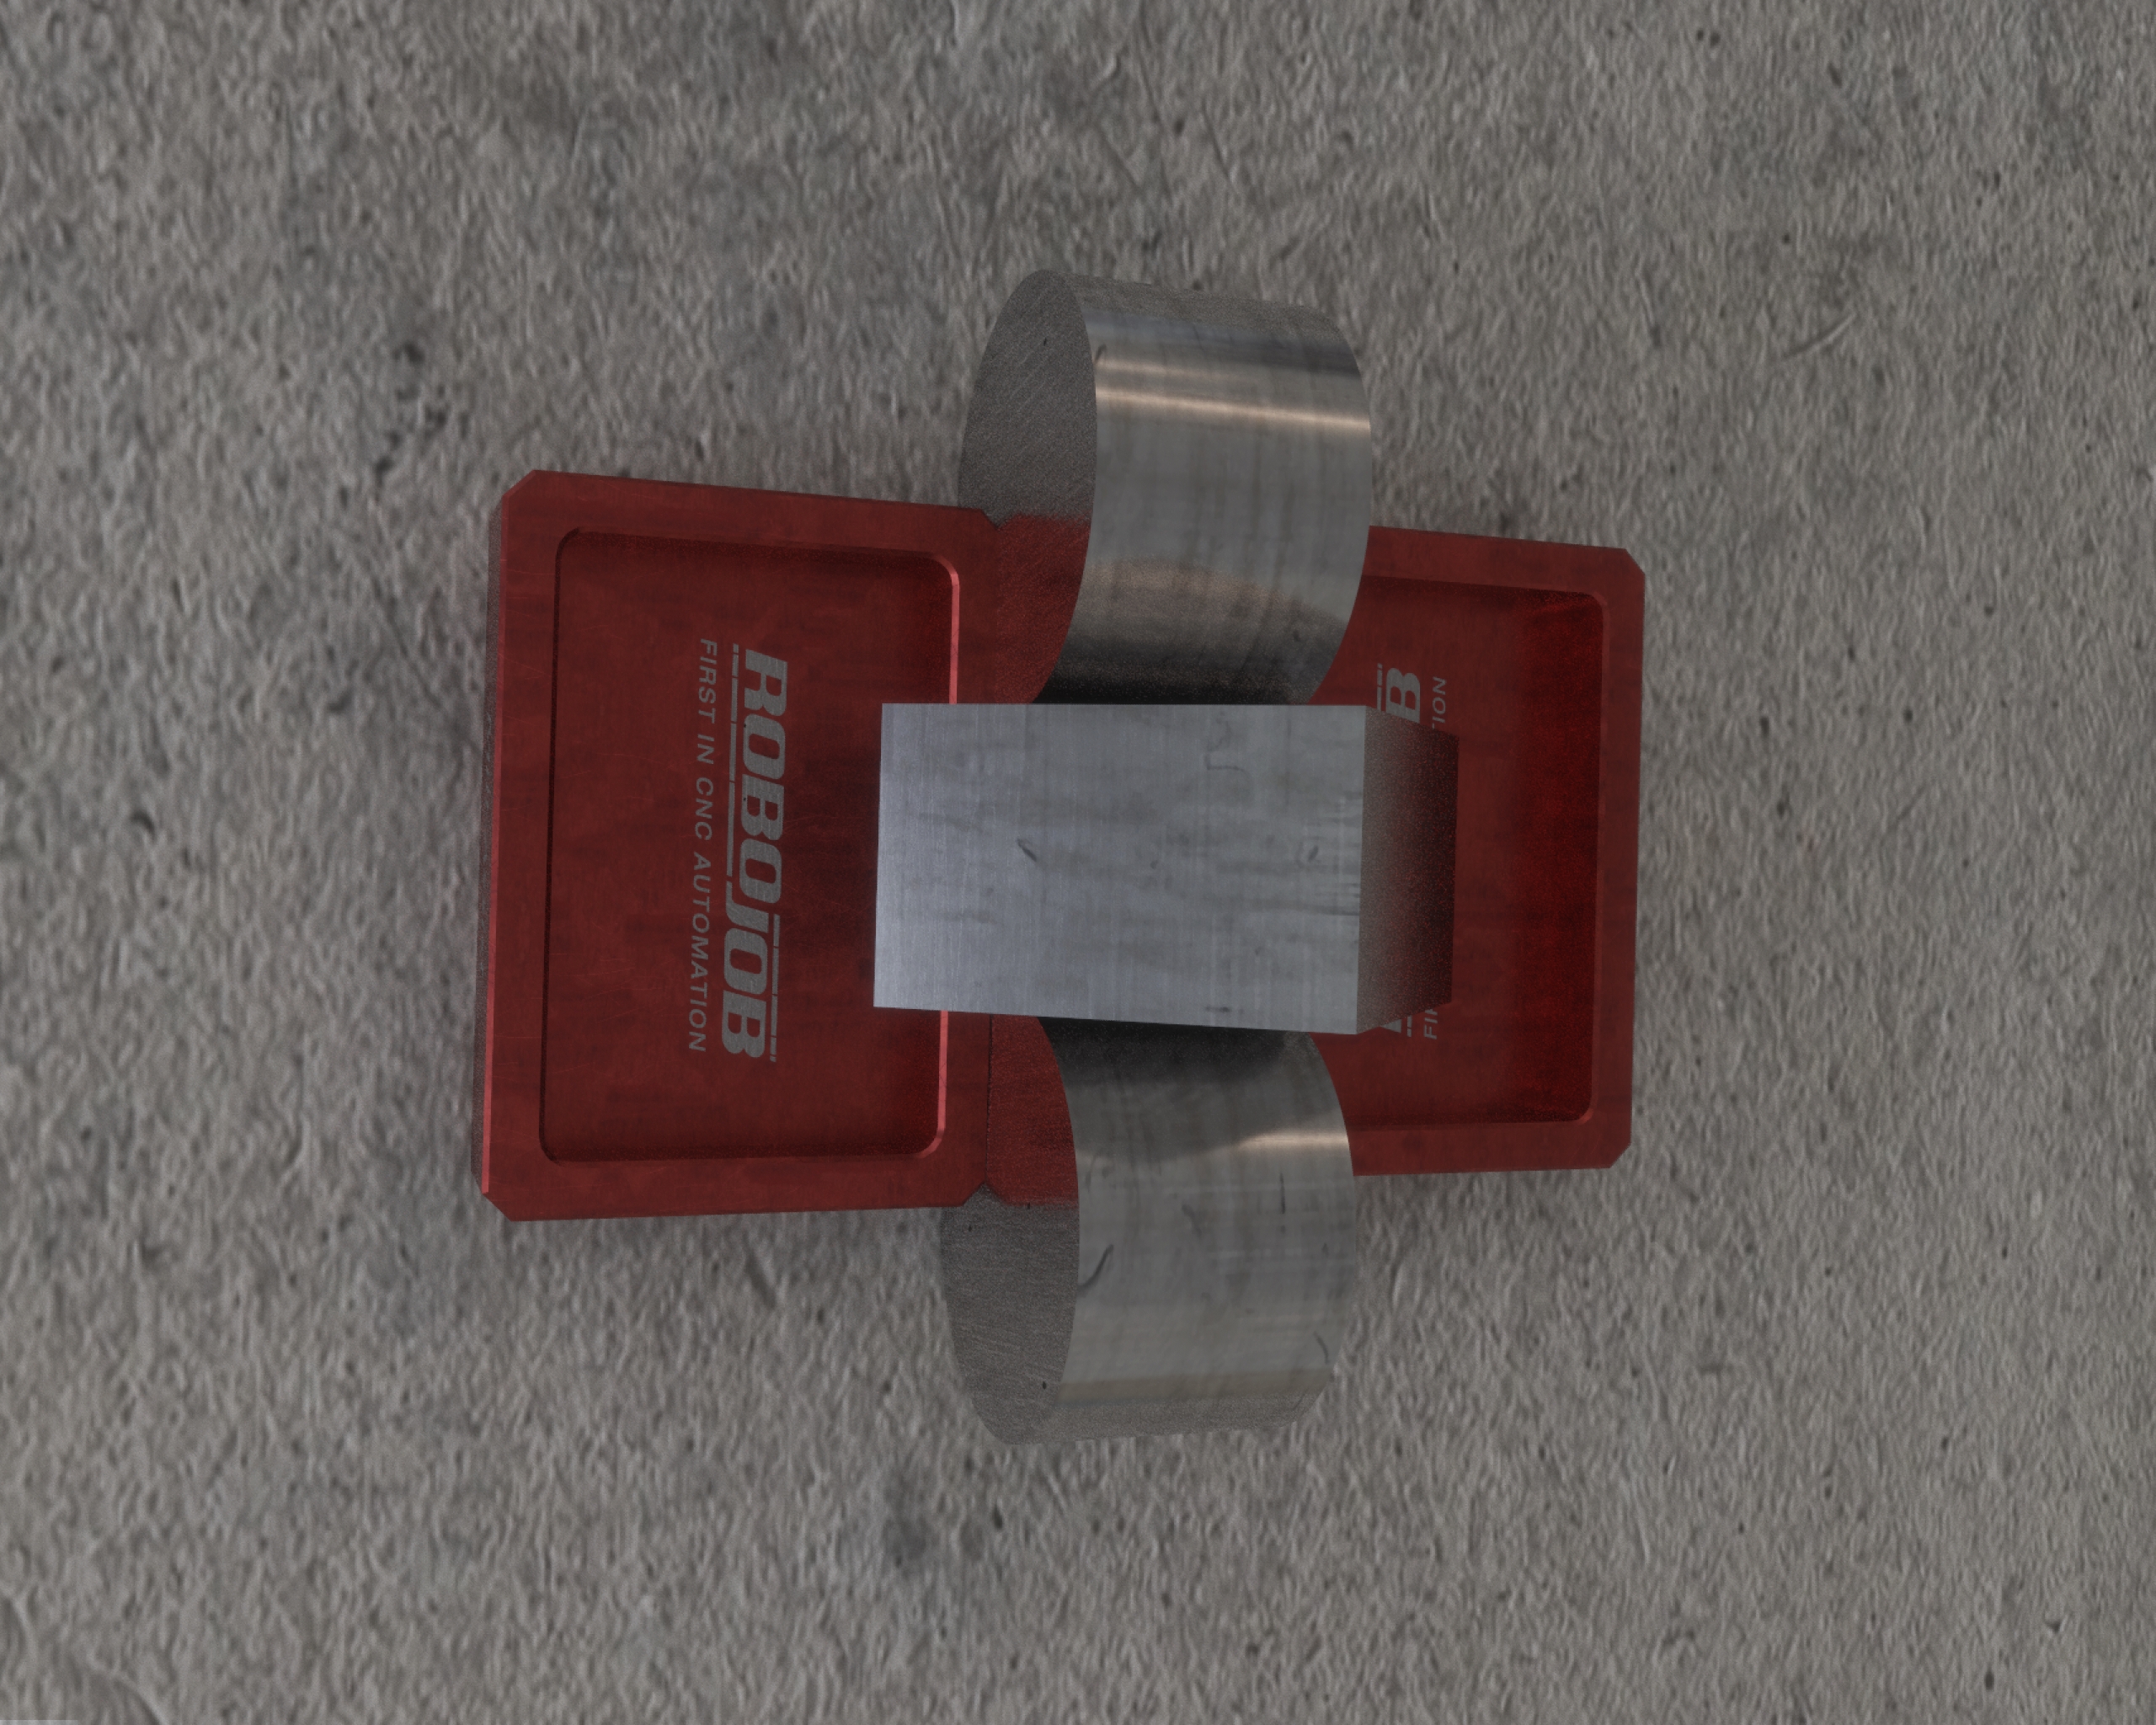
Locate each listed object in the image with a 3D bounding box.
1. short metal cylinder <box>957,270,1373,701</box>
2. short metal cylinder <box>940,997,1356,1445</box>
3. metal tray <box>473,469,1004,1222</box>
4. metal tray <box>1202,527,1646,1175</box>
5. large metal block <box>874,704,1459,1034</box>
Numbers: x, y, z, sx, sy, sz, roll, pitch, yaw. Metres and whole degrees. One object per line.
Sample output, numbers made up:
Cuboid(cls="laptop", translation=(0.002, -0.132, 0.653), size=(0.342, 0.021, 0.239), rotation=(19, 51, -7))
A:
Cuboid(cls="short metal cylinder", translation=(0.013, -0.065, 0.386), size=(0.050, 0.080, 0.080), rotation=(2, 90, -20))
Cuboid(cls="short metal cylinder", translation=(0.010, 0.065, 0.385), size=(0.050, 0.080, 0.080), rotation=(2, 90, -20))
Cuboid(cls="metal tray", translation=(-0.062, -0.002, 0.385), size=(0.091, 0.030, 0.129), rotation=(2, 90, -20))
Cuboid(cls="metal tray", translation=(0.070, -0.002, 0.434), size=(0.091, 0.030, 0.129), rotation=(2, 90, -20))
Cuboid(cls="large metal block", translation=(0.019, 0.000, 0.366), size=(0.080, 0.080, 0.050), rotation=(2, 90, 20))
